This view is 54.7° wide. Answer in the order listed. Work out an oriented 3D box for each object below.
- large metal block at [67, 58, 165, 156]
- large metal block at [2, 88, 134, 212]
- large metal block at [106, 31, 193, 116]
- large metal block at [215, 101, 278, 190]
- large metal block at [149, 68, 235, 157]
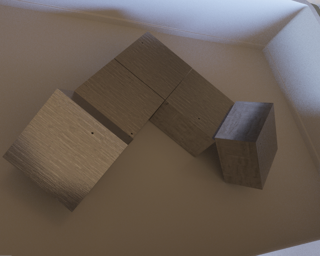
[{"bbox_3d":[-0.055,-0.023,0.372,0.080,0.050,0.080,39,51,-2],"label":"large metal block"},{"bbox_3d":[-0.085,0.019,0.302,0.080,0.050,0.080,39,94,-2],"label":"large metal block"},{"bbox_3d":[-0.016,-0.073,0.423,0.080,0.050,0.080,39,51,-2],"label":"large metal block"},{"bbox_3d":[0.118,0.021,0.411,0.080,0.050,0.080,-52,136,-39],"label":"large metal block"},{"bbox_3d":[0.047,-0.022,0.425,0.080,0.050,0.080,39,51,-2],"label":"large metal block"}]
